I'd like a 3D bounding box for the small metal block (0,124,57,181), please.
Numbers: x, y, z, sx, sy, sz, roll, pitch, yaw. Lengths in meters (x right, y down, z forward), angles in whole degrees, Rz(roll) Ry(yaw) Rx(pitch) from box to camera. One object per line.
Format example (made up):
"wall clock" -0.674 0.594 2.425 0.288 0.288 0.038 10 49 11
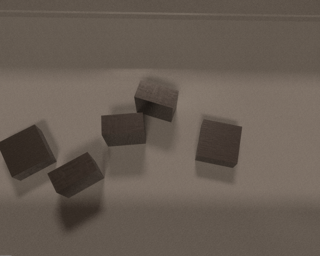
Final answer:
"small metal block" -0.169 0.032 0.396 0.050 0.025 0.050 -29 73 -10

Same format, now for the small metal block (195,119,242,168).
"small metal block" 0.076 0.020 0.403 0.050 0.025 0.050 11 70 4

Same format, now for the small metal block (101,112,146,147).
"small metal block" -0.045 0.003 0.395 0.050 0.050 0.025 -5 70 -2

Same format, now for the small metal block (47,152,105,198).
"small metal block" -0.099 0.058 0.374 0.050 0.050 0.025 -29 73 -10

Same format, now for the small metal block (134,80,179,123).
"small metal block" -0.004 -0.034 0.409 0.050 0.050 0.025 17 71 6
